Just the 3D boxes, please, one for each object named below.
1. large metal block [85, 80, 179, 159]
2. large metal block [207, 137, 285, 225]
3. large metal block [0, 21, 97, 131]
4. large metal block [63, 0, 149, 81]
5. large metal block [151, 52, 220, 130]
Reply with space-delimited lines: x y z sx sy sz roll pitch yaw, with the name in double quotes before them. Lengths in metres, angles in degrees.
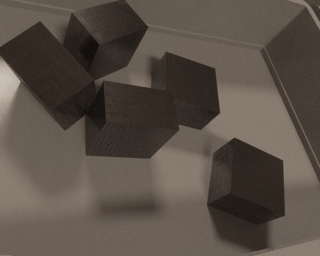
"large metal block" -0.036 -0.005 0.355 0.081 0.080 0.050 6 59 -26
"large metal block" 0.114 0.071 0.410 0.080 0.050 0.080 25 53 -14
"large metal block" -0.114 -0.051 0.332 0.050 0.080 0.080 -42 85 -15
"large metal block" -0.073 -0.110 0.399 0.081 0.080 0.050 -34 81 -38
"large metal block" 0.034 -0.051 0.441 0.081 0.050 0.080 14 56 -21
